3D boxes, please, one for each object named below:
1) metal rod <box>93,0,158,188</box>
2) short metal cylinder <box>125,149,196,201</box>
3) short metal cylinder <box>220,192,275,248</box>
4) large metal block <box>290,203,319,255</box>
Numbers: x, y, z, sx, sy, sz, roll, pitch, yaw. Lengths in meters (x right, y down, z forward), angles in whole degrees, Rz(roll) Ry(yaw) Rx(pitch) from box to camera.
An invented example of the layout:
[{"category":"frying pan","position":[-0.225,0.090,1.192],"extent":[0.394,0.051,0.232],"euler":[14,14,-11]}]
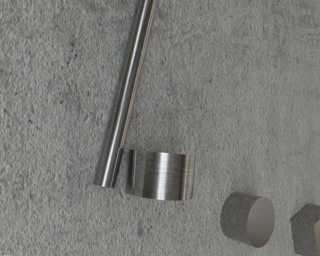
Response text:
[{"category":"metal rod","position":[-0.033,-0.078,0.376],"extent":[0.025,0.025,0.299],"euler":[20,78,-38]},{"category":"short metal cylinder","position":[0.001,0.054,0.370],"extent":[0.081,0.080,0.050],"euler":[9,85,-40]},{"category":"short metal cylinder","position":[0.145,0.149,0.510],"extent":[0.081,0.050,0.080],"euler":[0,90,-40]},{"category":"large metal block","position":[0.327,0.219,0.662],"extent":[0.081,0.050,0.080],"euler":[-19,102,-38]}]
